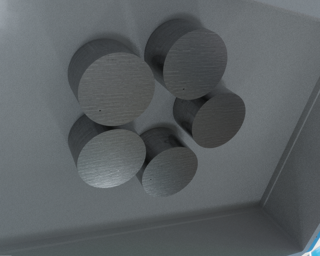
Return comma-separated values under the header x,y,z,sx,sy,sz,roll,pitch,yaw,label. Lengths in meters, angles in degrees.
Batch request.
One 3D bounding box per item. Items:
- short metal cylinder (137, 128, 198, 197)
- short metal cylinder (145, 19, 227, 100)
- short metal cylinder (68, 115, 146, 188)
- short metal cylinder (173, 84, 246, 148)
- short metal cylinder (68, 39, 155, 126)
x,y,z,sx,sy,sz,roll,pitch,yaw,label
0.004,0.046,0.420,0.081,0.050,0.079,-14,124,-21,short metal cylinder
0.029,-0.079,0.357,0.081,0.050,0.079,-14,124,-21,short metal cylinder
-0.064,0.024,0.370,0.081,0.050,0.079,-14,124,-21,short metal cylinder
0.065,-0.020,0.413,0.081,0.050,0.079,-14,124,-21,short metal cylinder
-0.052,-0.049,0.331,0.081,0.050,0.079,-14,124,-21,short metal cylinder
